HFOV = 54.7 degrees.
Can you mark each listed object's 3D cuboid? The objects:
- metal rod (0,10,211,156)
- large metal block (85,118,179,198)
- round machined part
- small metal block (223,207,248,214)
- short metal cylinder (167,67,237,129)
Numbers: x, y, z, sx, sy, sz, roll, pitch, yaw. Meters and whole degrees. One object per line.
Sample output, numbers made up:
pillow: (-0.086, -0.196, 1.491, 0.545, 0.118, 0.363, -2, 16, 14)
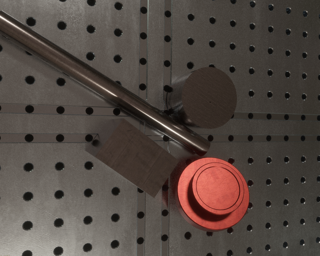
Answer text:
metal rod: (-0.059, -0.046, 0.391, 0.301, 0.025, 0.025, 31, 80, -18)
large metal block: (-0.036, 0.033, 0.371, 0.080, 0.080, 0.050, 38, 78, -16)
round machined part: (0.071, 0.084, 0.410, 0.099, 0.042, 0.098, 3, 64, -6)
small metal block: (0.093, 0.111, 0.449, 0.050, 0.025, 0.050, -26, 99, -19)
short metal cylinder: (0.056, -0.039, 0.421, 0.081, 0.050, 0.079, 0, 90, -21)
